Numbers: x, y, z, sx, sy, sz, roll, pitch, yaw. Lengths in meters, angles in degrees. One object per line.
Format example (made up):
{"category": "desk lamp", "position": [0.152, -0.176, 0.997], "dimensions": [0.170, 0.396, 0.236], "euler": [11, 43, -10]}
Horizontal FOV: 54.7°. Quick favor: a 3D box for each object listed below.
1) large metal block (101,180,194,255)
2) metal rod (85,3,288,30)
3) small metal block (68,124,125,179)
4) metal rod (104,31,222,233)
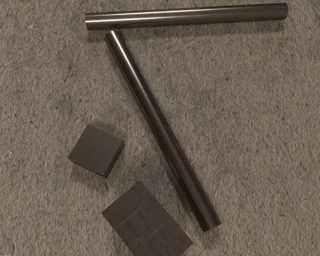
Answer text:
{"category": "large metal block", "position": [-0.013, 0.110, 0.338], "dimensions": [0.050, 0.080, 0.080], "euler": [-39, 75, -13]}
{"category": "metal rod", "position": [0.041, -0.169, 0.470], "dimensions": [0.302, 0.025, 0.025], "euler": [-4, 70, -2]}
{"category": "small metal block", "position": [-0.080, 0.030, 0.396], "dimensions": [0.050, 0.025, 0.050], "euler": [24, 72, 8]}
{"category": "metal rod", "position": [-0.004, -0.008, 0.411], "dimensions": [0.025, 0.025, 0.299], "euler": [-25, 72, -9]}
